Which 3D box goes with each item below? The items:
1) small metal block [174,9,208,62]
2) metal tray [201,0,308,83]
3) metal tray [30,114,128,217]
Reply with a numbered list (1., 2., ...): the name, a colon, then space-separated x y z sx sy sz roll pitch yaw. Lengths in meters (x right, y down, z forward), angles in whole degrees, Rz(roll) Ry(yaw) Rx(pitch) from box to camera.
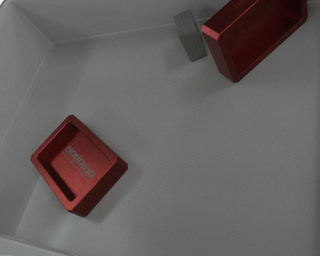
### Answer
1. small metal block: 0.045 -0.133 0.447 0.025 0.050 0.050 -20 54 16
2. metal tray: 0.120 -0.128 0.379 0.130 0.090 0.030 -42 51 -1
3. metal tray: -0.116 0.047 0.432 0.090 0.030 0.130 -49 52 -7
